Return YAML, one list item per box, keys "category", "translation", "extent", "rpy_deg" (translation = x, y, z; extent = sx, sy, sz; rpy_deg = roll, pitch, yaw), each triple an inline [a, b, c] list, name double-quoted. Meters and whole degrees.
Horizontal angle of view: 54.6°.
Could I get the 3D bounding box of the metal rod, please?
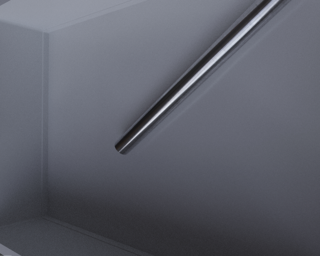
- category: "metal rod"
  translation: [0.038, -0.058, 0.376]
  extent: [0.299, 0.025, 0.025]
  rpy_deg: [-43, 64, 31]
